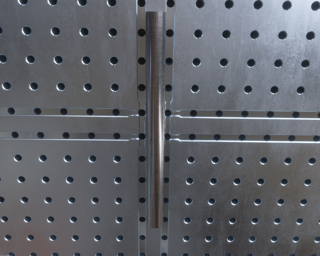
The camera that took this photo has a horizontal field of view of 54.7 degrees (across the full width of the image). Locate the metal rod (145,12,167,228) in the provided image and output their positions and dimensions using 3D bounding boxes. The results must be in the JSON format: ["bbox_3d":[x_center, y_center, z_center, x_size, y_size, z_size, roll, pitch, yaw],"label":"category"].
[{"bbox_3d":[-0.006,0.003,0.414,0.025,0.025,0.298,0,110,-1],"label":"metal rod"}]
